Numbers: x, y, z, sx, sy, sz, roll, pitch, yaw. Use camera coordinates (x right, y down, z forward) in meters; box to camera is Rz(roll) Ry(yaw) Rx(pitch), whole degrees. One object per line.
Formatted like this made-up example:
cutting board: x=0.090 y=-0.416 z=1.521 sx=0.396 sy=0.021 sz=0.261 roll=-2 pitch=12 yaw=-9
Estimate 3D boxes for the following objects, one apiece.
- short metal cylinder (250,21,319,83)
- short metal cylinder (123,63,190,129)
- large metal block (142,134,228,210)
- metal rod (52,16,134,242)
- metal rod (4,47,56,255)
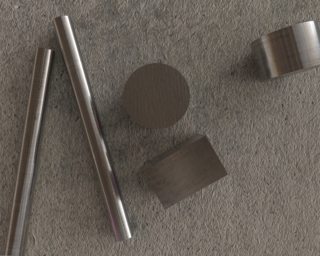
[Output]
short metal cylinder: x=0.158 y=-0.092 z=0.384 sx=0.080 sy=0.080 sz=0.050 roll=-15 pitch=90 yaw=0
short metal cylinder: x=-0.004 y=-0.039 z=0.397 sx=0.081 sy=0.050 sz=0.079 roll=0 pitch=90 yaw=0
large metal block: x=0.028 y=0.049 z=0.383 sx=0.080 sy=0.080 sz=0.050 roll=-29 pitch=90 yaw=0
metal rod: x=-0.088 y=0.001 z=0.409 sx=0.025 sy=0.025 sz=0.298 roll=-16 pitch=90 yaw=0
metal rod: x=-0.173 y=0.045 z=0.408 sx=0.025 sy=0.025 sz=0.298 roll=9 pitch=90 yaw=0
